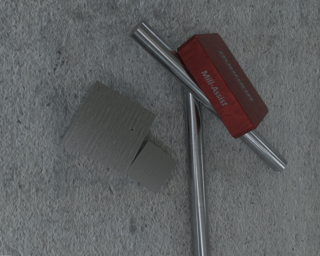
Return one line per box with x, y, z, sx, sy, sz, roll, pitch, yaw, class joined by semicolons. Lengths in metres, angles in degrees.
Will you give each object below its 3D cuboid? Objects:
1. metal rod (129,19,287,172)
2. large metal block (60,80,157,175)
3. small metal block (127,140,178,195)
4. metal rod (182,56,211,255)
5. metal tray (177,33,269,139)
0.079;-0.029;0.417;0.301;0.025;0.025;39;77;-25;metal rod
-0.064;0.000;0.373;0.080;0.050;0.080;30;80;-18;large metal block
-0.014;0.050;0.405;0.050;0.025;0.050;38;78;-16;small metal block
0.050;0.047;0.428;0.025;0.025;0.298;-4;92;-20;metal rod
0.084;-0.059;0.398;0.130;0.030;0.091;57;33;1;metal tray
